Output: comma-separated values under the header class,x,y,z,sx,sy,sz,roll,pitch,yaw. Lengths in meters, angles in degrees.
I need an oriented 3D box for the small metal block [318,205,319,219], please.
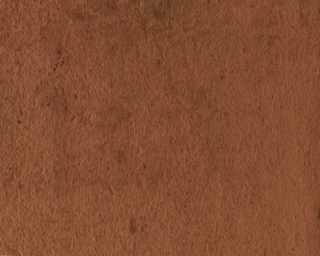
class,x,y,z,sx,sy,sz,roll,pitch,yaw
small metal block,0.301,0.146,0.510,0.050,0.050,0.025,14,85,-20
